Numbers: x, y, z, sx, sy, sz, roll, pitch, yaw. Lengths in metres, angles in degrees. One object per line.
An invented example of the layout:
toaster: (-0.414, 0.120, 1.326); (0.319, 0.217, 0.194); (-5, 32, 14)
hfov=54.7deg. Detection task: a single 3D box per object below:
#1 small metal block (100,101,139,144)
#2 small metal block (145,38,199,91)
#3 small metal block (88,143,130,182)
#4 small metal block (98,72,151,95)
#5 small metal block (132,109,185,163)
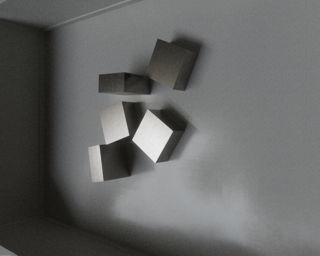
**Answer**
small metal block: (-0.058, -0.006, 0.452); (0.050, 0.025, 0.050); (-22, 76, 37)
small metal block: (0.014, -0.080, 0.393); (0.050, 0.025, 0.050); (32, 109, 35)
small metal block: (-0.073, 0.050, 0.448); (0.025, 0.050, 0.050); (-13, 82, 39)
small metal block: (-0.049, -0.060, 0.429); (0.050, 0.050, 0.025); (4, 93, 39)
small metal block: (-0.003, 0.010, 0.407); (0.050, 0.025, 0.050); (42, 115, 31)
